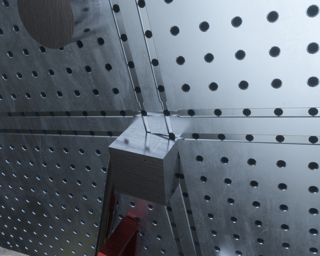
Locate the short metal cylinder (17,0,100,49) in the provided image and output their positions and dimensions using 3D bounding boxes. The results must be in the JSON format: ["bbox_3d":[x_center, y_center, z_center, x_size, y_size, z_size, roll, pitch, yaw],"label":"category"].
[{"bbox_3d":[-0.120,-0.141,0.371,0.080,0.050,0.079,13,124,21],"label":"short metal cylinder"}]

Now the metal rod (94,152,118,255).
[{"bbox_3d":[-0.095,0.157,0.558,0.025,0.025,0.298,24,127,13],"label":"metal rod"}]

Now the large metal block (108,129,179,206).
[{"bbox_3d":[-0.020,0.054,0.439,0.080,0.050,0.079,10,123,22],"label":"large metal block"}]

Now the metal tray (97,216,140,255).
[{"bbox_3d":[-0.073,0.234,0.552,0.030,0.090,0.129,19,126,17],"label":"metal tray"}]
